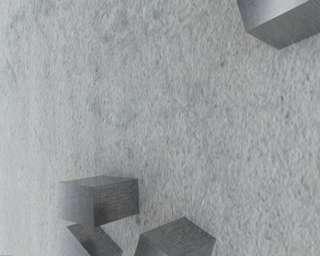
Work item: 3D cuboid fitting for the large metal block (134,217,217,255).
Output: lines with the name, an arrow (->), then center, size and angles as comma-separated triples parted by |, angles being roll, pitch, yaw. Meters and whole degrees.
large metal block -> 0.012, 0.159, 0.358 | 0.050, 0.081, 0.079 | 27, 107, 36

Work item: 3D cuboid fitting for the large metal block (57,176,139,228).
large metal block -> -0.087, 0.099, 0.439 | 0.080, 0.081, 0.050 | -3, 88, 39

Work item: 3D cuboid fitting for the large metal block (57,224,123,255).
large metal block -> -0.113, 0.203, 0.479 | 0.080, 0.050, 0.079 | 32, 110, 35

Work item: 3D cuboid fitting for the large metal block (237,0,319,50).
large metal block -> 0.121, -0.115, 0.268 | 0.080, 0.081, 0.050 | -20, 78, 38
